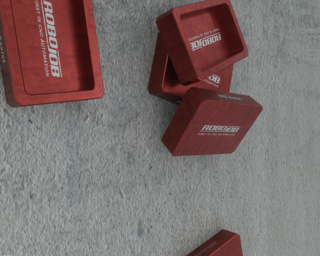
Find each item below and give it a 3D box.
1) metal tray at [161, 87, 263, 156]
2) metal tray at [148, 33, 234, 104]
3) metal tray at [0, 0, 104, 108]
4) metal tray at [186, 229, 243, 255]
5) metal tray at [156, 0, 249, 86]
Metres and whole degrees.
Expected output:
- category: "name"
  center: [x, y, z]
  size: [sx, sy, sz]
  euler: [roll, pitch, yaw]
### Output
- category: "metal tray"
  center: [0.075, -0.005, 0.432]
  size: [0.131, 0.030, 0.089]
  euler: [2, 126, -40]
- category: "metal tray"
  center: [0.049, -0.075, 0.442]
  size: [0.131, 0.030, 0.090]
  euler: [17, 80, -39]
- category: "metal tray"
  center: [-0.110, -0.089, 0.308]
  size: [0.091, 0.030, 0.129]
  euler: [-11, 97, -39]
- category: "metal tray"
  center: [0.076, 0.224, 0.465]
  size: [0.131, 0.030, 0.089]
  euler: [-18, 102, -38]
- category: "metal tray"
  center: [0.062, -0.119, 0.411]
  size: [0.131, 0.030, 0.090]
  euler: [-32, 103, -41]
